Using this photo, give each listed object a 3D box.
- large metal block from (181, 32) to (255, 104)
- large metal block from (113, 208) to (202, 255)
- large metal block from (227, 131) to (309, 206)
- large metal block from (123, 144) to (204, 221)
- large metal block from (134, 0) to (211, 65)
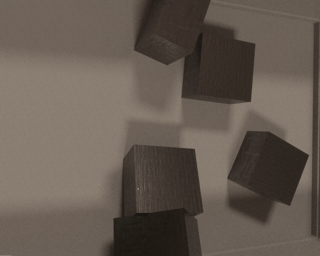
[{"bbox_3d":[0.080,-0.078,0.428,0.081,0.050,0.080,5,88,-20],"label":"large metal block"},{"bbox_3d":[0.000,0.131,0.360,0.080,0.080,0.050,-12,62,12],"label":"large metal block"},{"bbox_3d":[0.160,0.058,0.458,0.080,0.050,0.080,28,81,-18],"label":"large metal block"},{"bbox_3d":[0.001,0.069,0.383,0.081,0.050,0.080,6,62,-20],"label":"large metal block"},{"bbox_3d":[0.014,-0.132,0.387,0.050,0.080,0.080,21,83,-19],"label":"large metal block"}]
